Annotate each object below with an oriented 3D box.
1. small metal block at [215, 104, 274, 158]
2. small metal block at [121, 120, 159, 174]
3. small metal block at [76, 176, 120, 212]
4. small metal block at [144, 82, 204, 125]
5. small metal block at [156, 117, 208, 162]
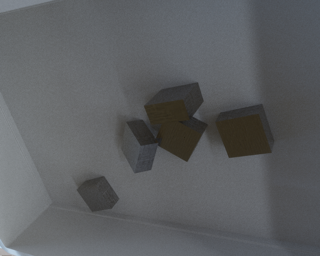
[{"bbox_3d":[0.099,0.004,0.359,0.050,0.025,0.050,-12,113,32],"label":"small metal block"},{"bbox_3d":[-0.029,0.025,0.421,0.050,0.025,0.050,54,141,41],"label":"small metal block"},{"bbox_3d":[-0.107,0.114,0.533,0.050,0.025,0.050,-19,109,35],"label":"small metal block"},{"bbox_3d":[0.017,-0.029,0.364,0.050,0.050,0.025,-7,115,31],"label":"small metal block"},{"bbox_3d":[0.026,0.008,0.399,0.050,0.025,0.050,29,128,9],"label":"small metal block"}]
